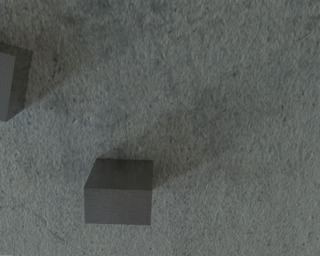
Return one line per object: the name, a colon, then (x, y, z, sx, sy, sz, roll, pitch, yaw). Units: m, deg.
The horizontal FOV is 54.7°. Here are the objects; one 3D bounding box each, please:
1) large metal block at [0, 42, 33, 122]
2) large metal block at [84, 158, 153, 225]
large metal block: (-0.208, -0.062, 0.371, 0.080, 0.050, 0.079, 16, 109, -6)
large metal block: (-0.051, 0.082, 0.410, 0.081, 0.080, 0.050, 2, 110, -1)
